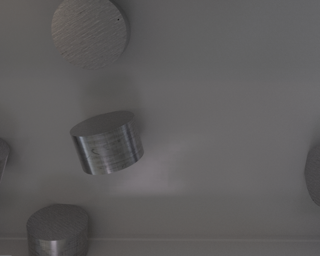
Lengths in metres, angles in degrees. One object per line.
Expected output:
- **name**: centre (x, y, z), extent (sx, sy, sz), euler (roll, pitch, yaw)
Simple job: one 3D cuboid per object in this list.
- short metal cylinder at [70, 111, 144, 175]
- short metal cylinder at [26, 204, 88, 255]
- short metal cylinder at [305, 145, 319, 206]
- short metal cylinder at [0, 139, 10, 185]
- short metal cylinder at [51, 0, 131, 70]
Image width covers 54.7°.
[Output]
- **short metal cylinder**: centre (-0.065, 0.016, 0.387), extent (0.080, 0.080, 0.050), euler (-12, 110, 4)
- **short metal cylinder**: centre (-0.143, 0.152, 0.436), extent (0.081, 0.080, 0.050), euler (4, 110, -2)
- **short metal cylinder**: centre (0.235, 0.063, 0.407), extent (0.050, 0.080, 0.079), euler (1, 110, 0)
- **short metal cylinder**: centre (-0.242, 0.044, 0.396), extent (0.080, 0.080, 0.050), euler (21, 109, -8)
- **short metal cylinder**: centre (-0.076, -0.111, 0.356), extent (0.081, 0.050, 0.079), euler (0, 110, 0)
